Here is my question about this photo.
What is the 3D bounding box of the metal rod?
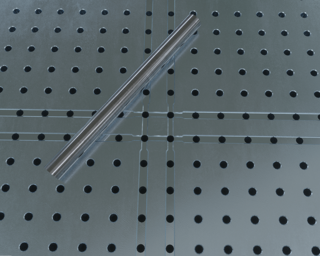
[{"bbox_3d":[-0.042,-0.052,0.430,0.025,0.025,0.301,37,74,12],"label":"metal rod"}]
